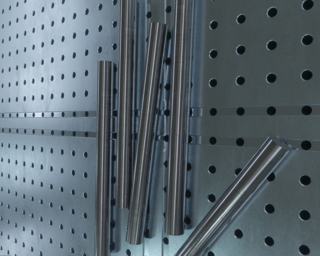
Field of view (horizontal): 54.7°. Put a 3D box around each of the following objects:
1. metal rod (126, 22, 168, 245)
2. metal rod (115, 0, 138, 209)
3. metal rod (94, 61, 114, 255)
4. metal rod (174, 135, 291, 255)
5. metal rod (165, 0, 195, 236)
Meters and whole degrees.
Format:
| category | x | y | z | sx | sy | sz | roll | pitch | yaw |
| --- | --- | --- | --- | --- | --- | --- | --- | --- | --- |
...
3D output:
| category | x | y | z | sx | sy | sz | roll | pitch | yaw |
| --- | --- | --- | --- | --- | --- | --- | --- | --- | --- |
| metal rod | -0.019 | 0.011 | 0.422 | 0.025 | 0.025 | 0.298 | 11 | 97 | 39 |
| metal rod | -0.049 | -0.035 | 0.447 | 0.025 | 0.025 | 0.298 | 2 | 92 | 39 |
| metal rod | -0.086 | 0.048 | 0.477 | 0.025 | 0.025 | 0.298 | 2 | 91 | 39 |
| metal rod | 0.049 | 0.132 | 0.367 | 0.025 | 0.025 | 0.298 | 45 | 117 | 30 |
| metal rod | 0.025 | -0.017 | 0.387 | 0.025 | 0.025 | 0.298 | 4 | 93 | 39 |
